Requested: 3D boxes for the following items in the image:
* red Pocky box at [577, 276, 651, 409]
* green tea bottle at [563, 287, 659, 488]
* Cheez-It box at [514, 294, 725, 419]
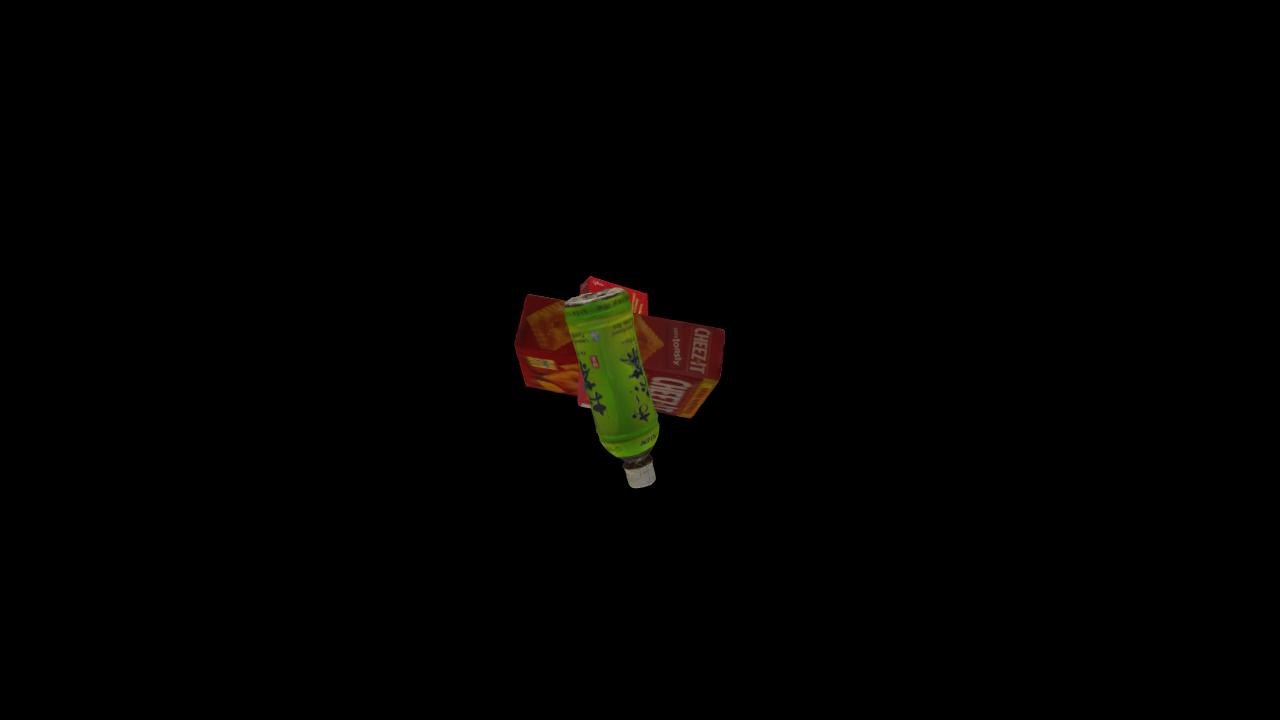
[{"bbox_3d":[-0.029,-0.016,0.703,0.083,0.155,0.028,12,-27,-29],"label":"red Pocky box"},{"bbox_3d":[-0.021,0.033,0.646,0.073,0.212,0.073,-15,14,4],"label":"green tea bottle"},{"bbox_3d":[-0.027,0.002,0.725,0.223,0.071,0.166,10,-19,-3],"label":"Cheez-It box"}]
